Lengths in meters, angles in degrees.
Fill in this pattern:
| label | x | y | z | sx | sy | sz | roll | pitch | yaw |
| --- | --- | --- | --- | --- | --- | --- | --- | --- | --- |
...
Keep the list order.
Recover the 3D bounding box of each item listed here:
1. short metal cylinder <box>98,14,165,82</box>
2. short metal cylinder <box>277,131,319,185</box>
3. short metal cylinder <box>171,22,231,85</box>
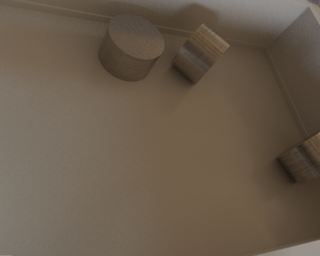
| label | x | y | z | sx | sy | sz | roll | pitch | yaw |
| --- | --- | --- | --- | --- | --- | --- | --- | --- | --- |
| short metal cylinder | -0.041 | -0.112 | 0.436 | 0.081 | 0.050 | 0.080 | 14 | 56 | -21 |
| short metal cylinder | 0.227 | 0.043 | 0.466 | 0.081 | 0.080 | 0.050 | -23 | 74 | -36 |
| short metal cylinder | 0.062 | -0.113 | 0.472 | 0.050 | 0.080 | 0.080 | 41 | 51 | -1 |
